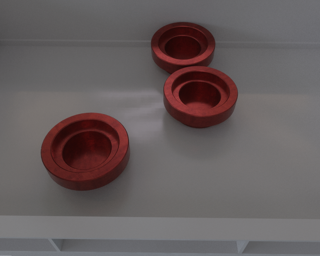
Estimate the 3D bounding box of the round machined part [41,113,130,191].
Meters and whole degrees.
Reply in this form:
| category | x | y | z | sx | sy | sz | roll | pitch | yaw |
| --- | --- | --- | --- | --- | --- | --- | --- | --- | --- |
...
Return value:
| category | x | y | z | sx | sy | sz | roll | pitch | yaw |
| --- | --- | --- | --- | --- | --- | --- | --- | --- | --- |
| round machined part | -0.085 | 0.031 | 0.367 | 0.099 | 0.042 | 0.098 | 0 | 50 | 0 |

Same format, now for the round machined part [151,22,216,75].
| category | x | y | z | sx | sy | sz | roll | pitch | yaw |
| --- | --- | --- | --- | --- | --- | --- | --- | --- | --- |
| round machined part | 0.036 | -0.120 | 0.490 | 0.099 | 0.042 | 0.098 | -1 | 56 | 1 |

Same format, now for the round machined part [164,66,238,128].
| category | x | y | z | sx | sy | sz | roll | pitch | yaw |
| --- | --- | --- | --- | --- | --- | --- | --- | --- | --- |
| round machined part | 0.054 | -0.038 | 0.426 | 0.099 | 0.042 | 0.098 | 0 | 50 | 0 |
